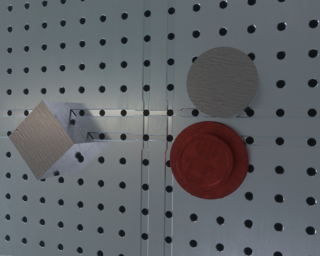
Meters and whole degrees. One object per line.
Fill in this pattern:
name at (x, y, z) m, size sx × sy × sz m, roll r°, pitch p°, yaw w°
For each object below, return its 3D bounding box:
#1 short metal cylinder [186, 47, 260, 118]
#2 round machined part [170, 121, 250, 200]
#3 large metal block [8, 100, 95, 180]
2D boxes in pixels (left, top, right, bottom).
short metal cylinder at (0.077, -0.052, 0.372) m, size 0.080 × 0.050 × 0.079 m, roll 0°, pitch 90°, yaw 20°
round machined part at (0.058, 0.040, 0.383) m, size 0.098 × 0.042 × 0.097 m, roll 0°, pitch 90°, yaw 20°
large metal block at (-0.159, 0.017, 0.455) m, size 0.080 × 0.050 × 0.080 m, roll -42°, pitch 77°, yaw 15°
